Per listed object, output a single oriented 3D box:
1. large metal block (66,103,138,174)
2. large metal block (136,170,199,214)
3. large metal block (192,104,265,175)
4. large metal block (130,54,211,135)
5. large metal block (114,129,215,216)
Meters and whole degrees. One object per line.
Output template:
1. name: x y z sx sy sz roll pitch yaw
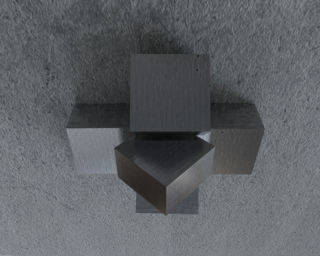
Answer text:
1. large metal block: -0.068 0.014 0.403 0.081 0.050 0.079 0 130 0
2. large metal block: 0.009 0.087 0.439 0.081 0.080 0.050 2 87 -1
3. large metal block: 0.081 0.015 0.403 0.081 0.050 0.079 0 130 -1
4. large metal block: 0.010 -0.034 0.337 0.081 0.080 0.050 0 174 0
5. large metal block: 0.005 0.041 0.364 0.080 0.081 0.050 32 140 32
